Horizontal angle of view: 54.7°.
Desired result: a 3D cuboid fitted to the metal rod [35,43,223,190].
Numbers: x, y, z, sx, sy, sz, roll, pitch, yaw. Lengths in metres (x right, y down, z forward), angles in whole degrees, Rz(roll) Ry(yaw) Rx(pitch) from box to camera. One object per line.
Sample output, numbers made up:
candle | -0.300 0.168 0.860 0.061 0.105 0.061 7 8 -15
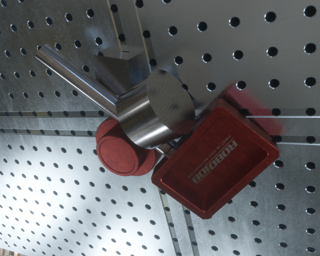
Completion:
metal rod | -0.026 -0.003 0.400 0.301 0.025 0.025 38 129 -8

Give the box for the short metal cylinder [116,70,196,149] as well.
short metal cylinder | -0.004 -0.021 0.363 0.050 0.080 0.080 -28 103 37

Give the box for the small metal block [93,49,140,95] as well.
small metal block | -0.054 -0.070 0.395 0.050 0.025 0.050 12 124 21

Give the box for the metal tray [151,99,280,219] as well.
metal tray | 0.063 0.041 0.372 0.090 0.030 0.129 37 114 -7

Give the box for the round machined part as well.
round machined part | -0.051 0.030 0.443 0.098 0.042 0.097 13 124 20
